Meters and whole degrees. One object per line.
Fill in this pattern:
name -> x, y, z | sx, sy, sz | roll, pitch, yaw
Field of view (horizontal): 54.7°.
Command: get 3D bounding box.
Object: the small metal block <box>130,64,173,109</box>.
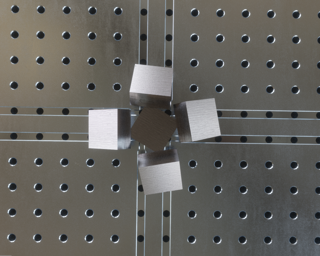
small metal block -> -0.011, -0.054, 0.401 | 0.050, 0.025, 0.050 | 6, 54, 0

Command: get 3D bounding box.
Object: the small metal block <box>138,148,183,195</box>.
small metal block -> 0.001, 0.057, 0.401 | 0.050, 0.025, 0.050 | -9, 126, 0

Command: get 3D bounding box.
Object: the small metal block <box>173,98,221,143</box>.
small metal block -> 0.048, -0.010, 0.402 | 0.050, 0.025, 0.050 | -10, 90, -35

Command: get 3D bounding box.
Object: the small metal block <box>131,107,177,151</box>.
small metal block -> -0.008, 0.001, 0.413 | 0.050, 0.025, 0.050 | 31, 90, -1

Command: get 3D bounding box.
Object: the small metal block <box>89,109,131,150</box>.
small metal block -> -0.065, 0.002, 0.401 | 0.050, 0.025, 0.050 | 0, 90, 34
